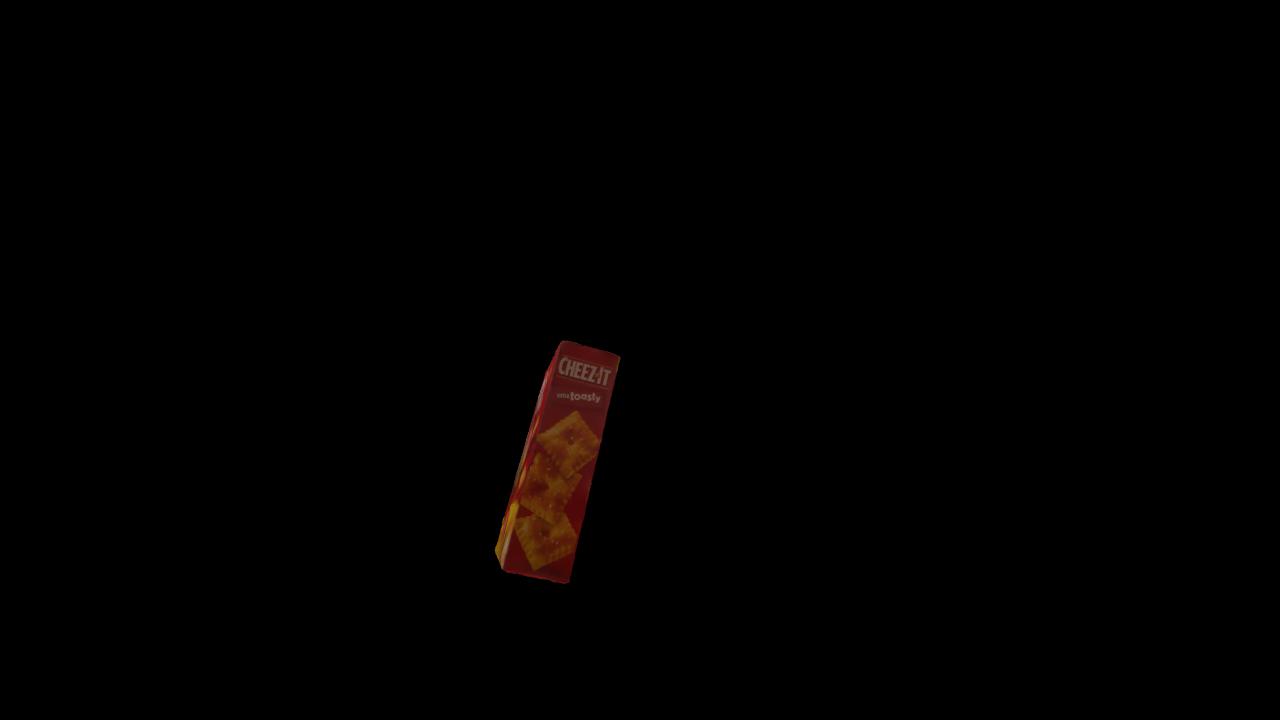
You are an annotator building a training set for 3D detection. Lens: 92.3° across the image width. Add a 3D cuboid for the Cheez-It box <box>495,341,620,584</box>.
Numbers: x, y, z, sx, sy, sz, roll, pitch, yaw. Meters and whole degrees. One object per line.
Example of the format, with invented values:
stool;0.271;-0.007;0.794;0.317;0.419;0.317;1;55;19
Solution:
Cheez-It box;-0.090;0.106;0.649;0.071;0.223;0.166;16;-15;-11
